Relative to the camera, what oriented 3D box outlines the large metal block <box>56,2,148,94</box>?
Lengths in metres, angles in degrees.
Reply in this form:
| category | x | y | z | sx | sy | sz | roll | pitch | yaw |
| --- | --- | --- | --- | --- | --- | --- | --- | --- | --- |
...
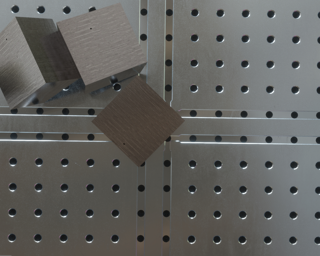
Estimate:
| category | x | y | z | sx | sy | sz | roll | pitch | yaw |
| --- | --- | --- | --- | --- | --- | --- | --- | --- | --- |
| large metal block | -0.073 | -0.098 | 0.390 | 0.081 | 0.050 | 0.080 | -25 | 90 | -16 |

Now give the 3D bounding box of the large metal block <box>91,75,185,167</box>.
| category | x | y | z | sx | sy | sz | roll | pitch | yaw |
| --- | --- | --- | --- | --- | --- | --- | --- | --- | --- |
| large metal block | -0.026 | -0.009 | 0.401 | 0.080 | 0.050 | 0.080 | 44 | 90 | -1 |

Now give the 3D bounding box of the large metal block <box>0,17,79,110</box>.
| category | x | y | z | sx | sy | sz | roll | pitch | yaw |
| --- | --- | --- | --- | --- | --- | --- | --- | --- | --- |
| large metal block | -0.158 | -0.078 | 0.380 | 0.080 | 0.050 | 0.080 | -24 | 91 | 35 |
